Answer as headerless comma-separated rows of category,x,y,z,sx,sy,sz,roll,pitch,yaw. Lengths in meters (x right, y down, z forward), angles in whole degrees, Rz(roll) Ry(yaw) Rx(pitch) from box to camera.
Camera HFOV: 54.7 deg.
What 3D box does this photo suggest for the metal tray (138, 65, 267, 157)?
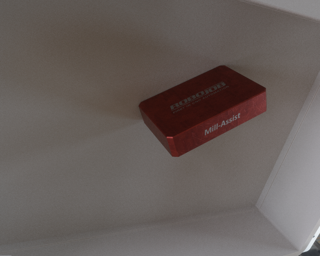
metal tray,0.051,-0.026,0.379,0.131,0.090,0.030,-26,128,-13
